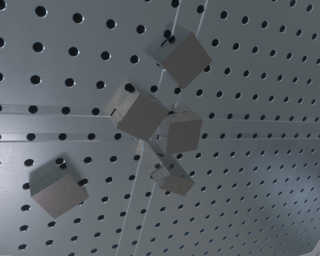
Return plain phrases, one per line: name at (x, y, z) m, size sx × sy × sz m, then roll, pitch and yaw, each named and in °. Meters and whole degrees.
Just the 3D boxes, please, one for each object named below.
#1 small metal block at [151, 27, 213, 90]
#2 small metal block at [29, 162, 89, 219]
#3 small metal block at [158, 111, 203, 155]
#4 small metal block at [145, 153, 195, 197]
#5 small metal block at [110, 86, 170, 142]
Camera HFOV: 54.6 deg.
small metal block at (0.027, -0.083, 0.374) m, size 0.050 × 0.025 × 0.050 m, roll -45°, pitch 129°, yaw 3°
small metal block at (-0.126, 0.079, 0.391) m, size 0.050 × 0.025 × 0.050 m, roll -32°, pitch 129°, yaw -8°
small metal block at (0.027, 0.007, 0.429) m, size 0.050 × 0.025 × 0.050 m, roll -8°, pitch 122°, yaw -25°
small metal block at (0.014, 0.067, 0.443) m, size 0.050 × 0.050 × 0.025 m, roll 27°, pitch 104°, yaw -37°
small metal block at (-0.025, -0.017, 0.387) m, size 0.050 × 0.025 × 0.050 m, roll 28°, pitch 103°, yaw -38°
